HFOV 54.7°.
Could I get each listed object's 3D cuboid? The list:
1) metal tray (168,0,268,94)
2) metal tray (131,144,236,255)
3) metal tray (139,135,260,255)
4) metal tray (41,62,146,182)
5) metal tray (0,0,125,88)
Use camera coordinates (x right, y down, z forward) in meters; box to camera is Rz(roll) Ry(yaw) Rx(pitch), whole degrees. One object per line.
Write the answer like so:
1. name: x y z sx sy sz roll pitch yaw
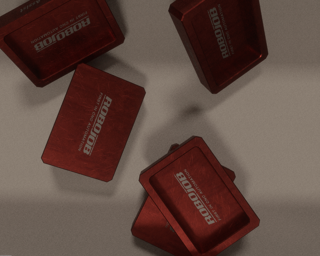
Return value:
1. metal tray: 0.075 -0.111 0.366 0.090 0.130 0.030 -36 49 0
2. metal tray: 0.030 0.096 0.409 0.090 0.030 0.129 26 90 -1
3. metal tray: 0.046 0.085 0.379 0.090 0.030 0.130 -35 90 -1
4. metal tray: -0.084 -0.006 0.396 0.091 0.030 0.129 21 90 -17
5. metal tray: -0.120 -0.116 0.378 0.130 0.090 0.030 -29 50 0
